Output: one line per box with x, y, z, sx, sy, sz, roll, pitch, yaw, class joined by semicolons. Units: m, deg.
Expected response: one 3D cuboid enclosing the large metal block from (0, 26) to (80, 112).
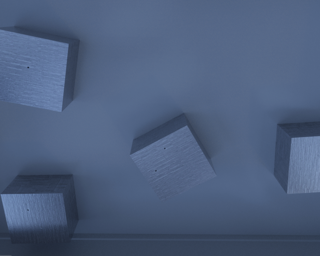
-0.147;-0.071;0.370;0.081;0.050;0.079;11;110;-4;large metal block

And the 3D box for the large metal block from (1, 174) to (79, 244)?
-0.166;0.114;0.438;0.080;0.050;0.079;-1;110;0;large metal block

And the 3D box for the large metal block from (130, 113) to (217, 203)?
0.018;0.039;0.412;0.080;0.050;0.080;-28;108;10;large metal block

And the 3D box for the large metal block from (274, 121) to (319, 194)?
0.203;0.038;0.414;0.080;0.050;0.079;-4;110;1;large metal block
